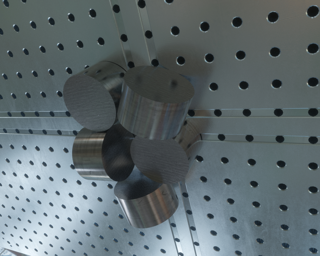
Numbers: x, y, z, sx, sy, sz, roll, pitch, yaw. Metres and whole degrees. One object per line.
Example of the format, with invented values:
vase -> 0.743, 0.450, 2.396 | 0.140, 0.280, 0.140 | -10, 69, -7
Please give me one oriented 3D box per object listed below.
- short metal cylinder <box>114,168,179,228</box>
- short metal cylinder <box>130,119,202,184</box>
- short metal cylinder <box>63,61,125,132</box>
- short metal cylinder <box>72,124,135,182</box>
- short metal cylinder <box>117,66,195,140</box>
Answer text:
short metal cylinder -> -0.019, 0.096, 0.444 | 0.080, 0.080, 0.050 | -6, 116, 31
short metal cylinder -> 0.009, 0.026, 0.407 | 0.080, 0.050, 0.079 | 13, 124, 20
short metal cylinder -> -0.079, -0.042, 0.410 | 0.080, 0.050, 0.079 | 14, 125, 21
short metal cylinder -> -0.076, 0.035, 0.438 | 0.050, 0.080, 0.080 | -3, 117, 29
short metal cylinder -> -0.006, -0.031, 0.360 | 0.080, 0.080, 0.050 | 25, 127, 12
